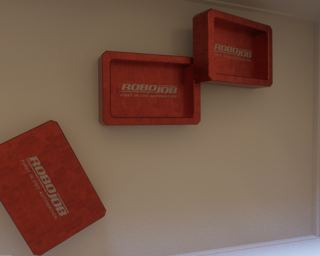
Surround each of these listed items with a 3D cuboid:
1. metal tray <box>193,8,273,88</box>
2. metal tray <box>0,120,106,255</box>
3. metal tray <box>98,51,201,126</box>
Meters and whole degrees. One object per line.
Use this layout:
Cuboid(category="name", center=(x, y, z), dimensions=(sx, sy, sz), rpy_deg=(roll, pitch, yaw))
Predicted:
Cuboid(category="metal tray", center=(0.104, -0.104, 0.429), dimensions=(0.131, 0.030, 0.089), rpy_deg=(-1, 90, -36))
Cuboid(category="metal tray", center=(-0.133, 0.067, 0.359), dimensions=(0.091, 0.030, 0.129), rpy_deg=(-29, 100, -18))
Cuboid(category="metal tray", center=(-0.012, -0.048, 0.404), dimensions=(0.131, 0.030, 0.089), rpy_deg=(-1, 90, -21))
